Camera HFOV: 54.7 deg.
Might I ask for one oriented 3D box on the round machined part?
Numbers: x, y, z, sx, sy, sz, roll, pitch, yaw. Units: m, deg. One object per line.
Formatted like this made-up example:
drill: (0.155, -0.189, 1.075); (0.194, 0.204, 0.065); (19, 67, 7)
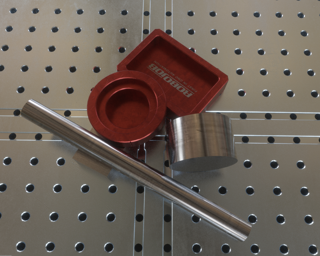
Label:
round machined part: (-0.041, -0.022, 0.402); (0.099, 0.042, 0.098); (0, 70, 1)

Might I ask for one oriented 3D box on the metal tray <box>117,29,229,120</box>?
metal tray: (0.017, -0.070, 0.434); (0.130, 0.030, 0.090); (38, 74, 12)

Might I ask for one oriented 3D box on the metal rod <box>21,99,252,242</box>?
metal rod: (-0.029, 0.050, 0.371); (0.301, 0.025, 0.025); (30, 72, 1)

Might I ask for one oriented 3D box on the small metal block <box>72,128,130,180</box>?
small metal block: (-0.075, 0.032, 0.399); (0.050, 0.025, 0.050); (27, 72, 9)

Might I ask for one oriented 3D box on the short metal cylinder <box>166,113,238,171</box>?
short metal cylinder: (0.049, 0.020, 0.374); (0.081, 0.080, 0.050); (-4, 70, -2)
